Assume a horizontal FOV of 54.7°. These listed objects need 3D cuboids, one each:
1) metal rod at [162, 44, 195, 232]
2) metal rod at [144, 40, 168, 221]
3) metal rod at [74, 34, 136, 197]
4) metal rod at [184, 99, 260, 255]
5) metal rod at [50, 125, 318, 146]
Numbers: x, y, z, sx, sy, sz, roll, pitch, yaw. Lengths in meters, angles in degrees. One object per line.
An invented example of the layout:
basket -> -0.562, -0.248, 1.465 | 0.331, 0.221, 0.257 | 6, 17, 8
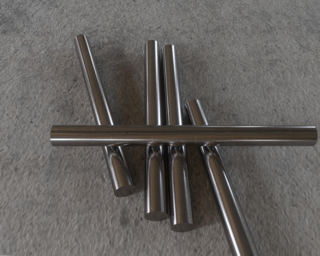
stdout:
metal rod -> 0.019, -0.013, 0.413 | 0.025, 0.025, 0.300 | -1, 50, -1
metal rod -> -0.009, -0.022, 0.421 | 0.025, 0.025, 0.300 | -1, 50, -1
metal rod -> -0.086, -0.039, 0.434 | 0.025, 0.025, 0.299 | -14, 52, -12
metal rod -> 0.073, 0.082, 0.334 | 0.025, 0.025, 0.300 | -8, 51, -7
metal rod -> 0.028, 0.009, 0.362 | 0.302, 0.025, 0.025 | 0, 50, -1
